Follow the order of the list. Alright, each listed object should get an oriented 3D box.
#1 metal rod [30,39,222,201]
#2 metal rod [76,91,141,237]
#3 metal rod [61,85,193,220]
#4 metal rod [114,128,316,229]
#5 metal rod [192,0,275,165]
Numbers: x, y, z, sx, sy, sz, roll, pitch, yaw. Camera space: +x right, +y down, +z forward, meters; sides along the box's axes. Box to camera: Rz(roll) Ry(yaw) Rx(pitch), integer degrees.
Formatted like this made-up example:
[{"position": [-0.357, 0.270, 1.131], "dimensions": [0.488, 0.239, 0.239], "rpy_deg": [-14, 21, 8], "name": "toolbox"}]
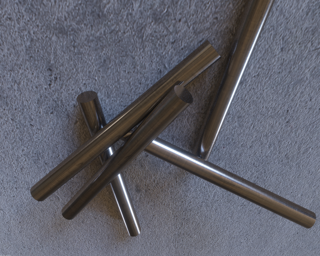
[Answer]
[{"position": [-0.054, 0.002, 0.379], "dimensions": [0.300, 0.025, 0.025], "rpy_deg": [-38, 121, 17], "name": "metal rod"}, {"position": [-0.068, 0.075, 0.469], "dimensions": [0.025, 0.025, 0.298], "rpy_deg": [-6, 130, 5], "name": "metal rod"}, {"position": [-0.061, 0.050, 0.412], "dimensions": [0.025, 0.025, 0.299], "rpy_deg": [28, 129, -22], "name": "metal rod"}, {"position": [0.076, 0.064, 0.421], "dimensions": [0.301, 0.025, 0.025], "rpy_deg": [26, 126, -6], "name": "metal rod"}, {"position": [0.084, -0.066, 0.351], "dimensions": [0.025, 0.025, 0.298], "rpy_deg": [8, 130, -7], "name": "metal rod"}]
